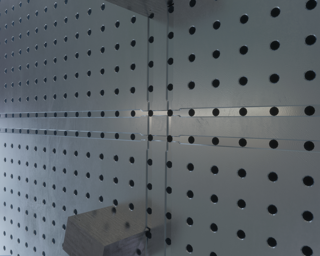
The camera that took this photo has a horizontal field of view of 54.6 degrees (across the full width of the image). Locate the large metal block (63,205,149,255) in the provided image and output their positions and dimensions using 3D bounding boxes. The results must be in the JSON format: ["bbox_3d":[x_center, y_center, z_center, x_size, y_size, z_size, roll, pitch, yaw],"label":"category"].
[{"bbox_3d":[-0.077,0.157,0.438,0.080,0.081,0.050,20,103,38],"label":"large metal block"}]

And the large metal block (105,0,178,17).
[{"bbox_3d":[-0.017,-0.189,0.389,0.080,0.081,0.050,-13,82,39],"label":"large metal block"}]
